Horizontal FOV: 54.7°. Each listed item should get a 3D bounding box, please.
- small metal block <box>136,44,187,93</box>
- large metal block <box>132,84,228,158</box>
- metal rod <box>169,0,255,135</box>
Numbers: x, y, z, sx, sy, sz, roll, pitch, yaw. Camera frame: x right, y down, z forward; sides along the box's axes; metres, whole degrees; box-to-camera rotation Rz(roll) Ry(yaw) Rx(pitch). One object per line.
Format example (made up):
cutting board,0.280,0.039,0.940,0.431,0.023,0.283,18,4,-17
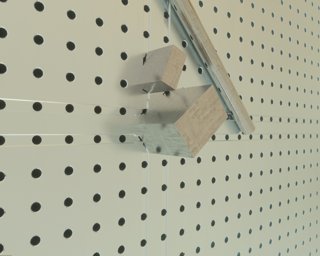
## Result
small metal block,0.002,-0.074,0.396,0.025,0.050,0.050,29,72,-37
large metal block,0.026,-0.010,0.397,0.080,0.080,0.050,-45,118,-31
metal rod,0.078,-0.107,0.476,0.025,0.025,0.299,-50,120,-28
